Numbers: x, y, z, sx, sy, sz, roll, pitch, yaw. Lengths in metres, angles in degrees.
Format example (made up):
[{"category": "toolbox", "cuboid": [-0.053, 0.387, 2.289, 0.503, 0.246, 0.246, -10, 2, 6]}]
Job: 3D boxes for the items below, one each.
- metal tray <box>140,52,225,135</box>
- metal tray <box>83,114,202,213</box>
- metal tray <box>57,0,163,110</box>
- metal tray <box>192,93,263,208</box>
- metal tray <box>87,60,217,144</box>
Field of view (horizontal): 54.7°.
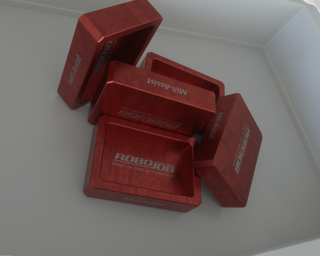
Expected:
[{"category": "metal tray", "cuboid": [0.031, -0.047, 0.447, 0.131, 0.030, 0.090, 19, 54, -17]}, {"category": "metal tray", "cuboid": [-0.016, 0.043, 0.365, 0.131, 0.030, 0.090, 15, 56, -20]}, {"category": "metal tray", "cuboid": [-0.060, -0.080, 0.353, 0.091, 0.129, 0.030, -34, 82, -38]}, {"category": "metal tray", "cuboid": [0.095, 0.027, 0.411, 0.090, 0.030, 0.130, 53, 46, -28]}, {"category": "metal tray", "cuboid": [-0.011, -0.024, 0.370, 0.131, 0.090, 0.030, 15, 56, -21]}]
